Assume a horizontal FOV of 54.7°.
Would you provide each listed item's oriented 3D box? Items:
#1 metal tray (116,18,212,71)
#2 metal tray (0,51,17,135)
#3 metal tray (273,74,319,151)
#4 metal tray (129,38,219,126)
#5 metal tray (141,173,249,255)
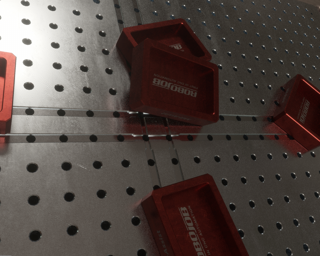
[{"bbox_3d":[0.009,-0.122,0.485,0.131,0.030,0.090,-25,75,-37],"label":"metal tray"},{"bbox_3d":[-0.220,-0.043,0.312,0.131,0.030,0.090,5,60,-26],"label":"metal tray"},{"bbox_3d":[0.266,-0.032,0.571,0.090,0.030,0.130,39,51,-2],"label":"metal tray"},{"bbox_3d":[0.024,-0.059,0.426,0.131,0.030,0.090,12,73,-33],"label":"metal tray"},{"bbox_3d":[0.044,0.125,0.353,0.091,0.030,0.130,-10,67,-33],"label":"metal tray"}]
